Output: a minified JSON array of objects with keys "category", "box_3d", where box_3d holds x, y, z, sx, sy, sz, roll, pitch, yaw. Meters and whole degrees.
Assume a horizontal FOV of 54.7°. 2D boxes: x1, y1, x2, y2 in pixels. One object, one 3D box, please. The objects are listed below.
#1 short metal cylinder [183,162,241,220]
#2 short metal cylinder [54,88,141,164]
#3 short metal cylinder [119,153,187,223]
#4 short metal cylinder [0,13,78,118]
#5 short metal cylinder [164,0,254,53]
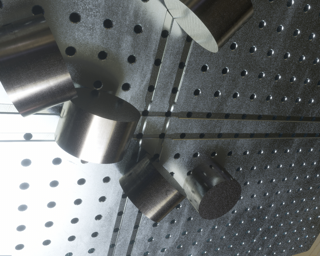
[{"category":"short metal cylinder","box_3d":[0.085,0.102,0.507,0.081,0.050,0.079,-14,125,-21]},{"category":"short metal cylinder","box_3d":[-0.068,-0.004,0.337,0.081,0.080,0.050,9,114,-33]},{"category":"short metal cylinder","box_3d":[-0.009,0.080,0.422,0.050,0.080,0.080,-44,130,2]},{"category":"short metal cylinder","box_3d":[-0.114,-0.056,0.279,0.050,0.080,0.080,-24,127,-14]},{"category":"short metal cylinder","box_3d":[0.050,-0.127,0.326,0.050,0.080,0.080,-45,130,3]}]
